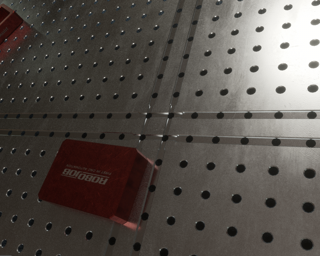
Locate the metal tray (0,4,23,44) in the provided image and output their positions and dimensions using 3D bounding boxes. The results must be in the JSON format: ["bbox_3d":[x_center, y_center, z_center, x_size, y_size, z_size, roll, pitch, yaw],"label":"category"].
[{"bbox_3d":[-0.408,-0.242,0.762,0.130,0.030,0.090,-49,52,-7],"label":"metal tray"}]

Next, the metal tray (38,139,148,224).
[{"bbox_3d":[-0.090,0.066,0.410,0.130,0.030,0.090,5,64,30],"label":"metal tray"}]
